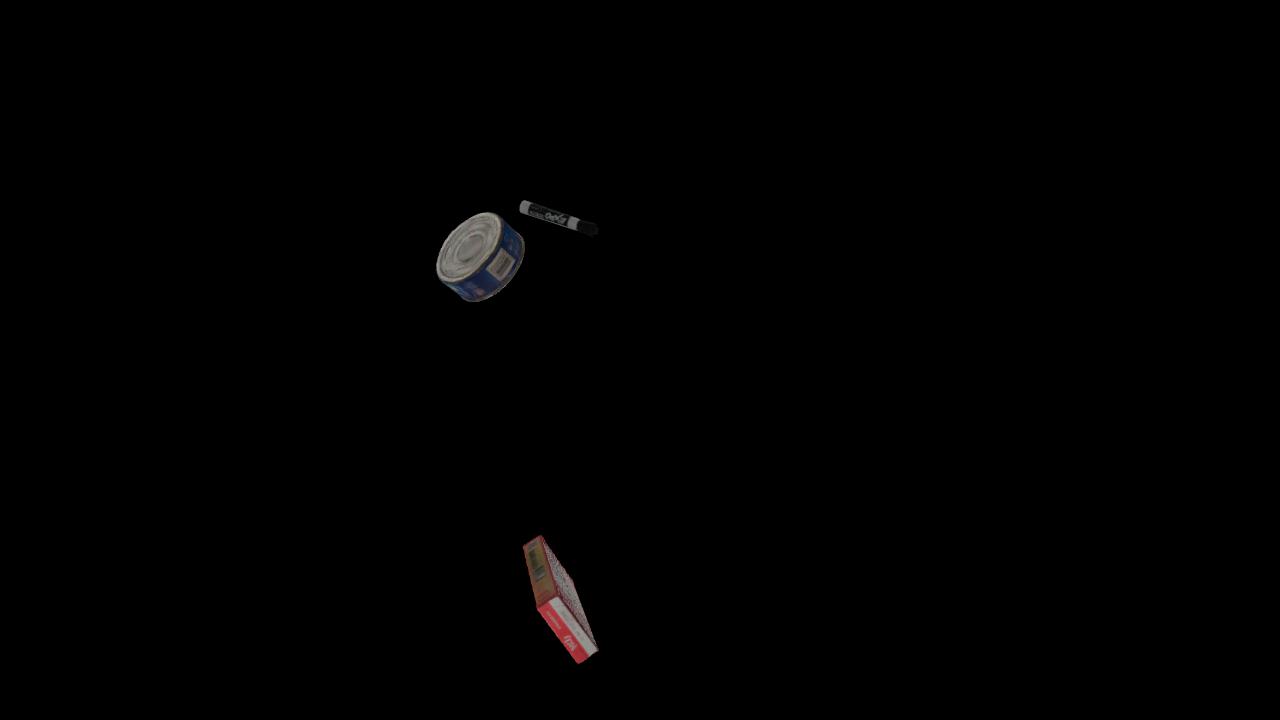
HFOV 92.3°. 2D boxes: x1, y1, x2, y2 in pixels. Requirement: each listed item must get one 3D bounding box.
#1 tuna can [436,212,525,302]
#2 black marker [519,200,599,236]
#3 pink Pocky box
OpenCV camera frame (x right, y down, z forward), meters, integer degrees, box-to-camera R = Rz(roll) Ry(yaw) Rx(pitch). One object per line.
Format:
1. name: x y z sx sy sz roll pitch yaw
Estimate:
1. tuna can: -0.153 -0.099 0.587 0.084 0.084 0.034 0 -27 33
2. black marker: -0.112 -0.195 0.851 0.121 0.020 0.020 21 6 17
3. pink Pocky box: -0.095 0.269 0.706 0.029 0.084 0.155 -33 16 -9
